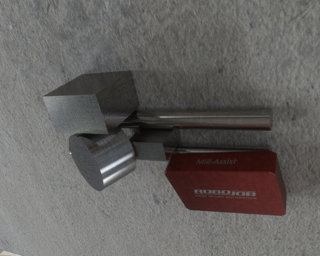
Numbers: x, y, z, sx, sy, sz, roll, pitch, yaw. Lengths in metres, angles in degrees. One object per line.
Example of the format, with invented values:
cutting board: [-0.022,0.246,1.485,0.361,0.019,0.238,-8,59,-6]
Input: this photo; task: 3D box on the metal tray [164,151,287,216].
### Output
metal tray: [0.082,0.070,0.386,0.130,0.030,0.090,-4,134,28]

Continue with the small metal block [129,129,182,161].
small metal block: [-0.006,0.017,0.404,0.050,0.050,0.025,1,119,27]

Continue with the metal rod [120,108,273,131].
metal rod: [-0.012,-0.011,0.407,0.301,0.025,0.025,1,119,27]

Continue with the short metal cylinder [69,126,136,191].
short metal cylinder: [-0.076,0.035,0.406,0.080,0.050,0.079,34,139,36]

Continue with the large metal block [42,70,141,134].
large metal block: [-0.083,-0.034,0.394,0.080,0.080,0.050,1,119,27]

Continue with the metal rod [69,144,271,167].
metal rod: [-0.005,0.033,0.430,0.300,0.025,0.025,0,119,27]
